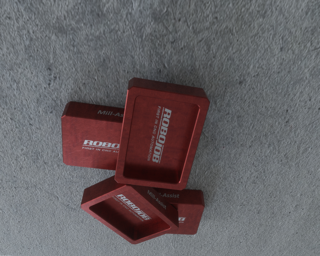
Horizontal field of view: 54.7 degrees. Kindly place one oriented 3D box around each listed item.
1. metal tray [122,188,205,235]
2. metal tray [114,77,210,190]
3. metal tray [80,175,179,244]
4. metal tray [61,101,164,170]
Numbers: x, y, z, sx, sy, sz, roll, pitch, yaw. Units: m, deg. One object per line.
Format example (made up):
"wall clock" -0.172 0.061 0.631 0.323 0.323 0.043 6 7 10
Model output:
"metal tray" 0.003 0.141 0.524 0.131 0.030 0.089 4 130 -4
"metal tray" -0.001 0.011 0.372 0.091 0.030 0.129 8 117 -7
"metal tray" -0.042 0.123 0.468 0.090 0.030 0.130 -27 126 21
"metal tray" -0.062 0.016 0.417 0.131 0.030 0.089 7 130 -7
